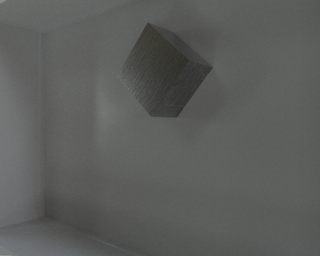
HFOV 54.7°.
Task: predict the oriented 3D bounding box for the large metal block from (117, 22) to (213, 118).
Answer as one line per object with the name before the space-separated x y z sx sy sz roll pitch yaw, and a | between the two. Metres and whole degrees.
large metal block | 0.004 -0.070 0.386 0.080 0.050 0.080 49 119 28
